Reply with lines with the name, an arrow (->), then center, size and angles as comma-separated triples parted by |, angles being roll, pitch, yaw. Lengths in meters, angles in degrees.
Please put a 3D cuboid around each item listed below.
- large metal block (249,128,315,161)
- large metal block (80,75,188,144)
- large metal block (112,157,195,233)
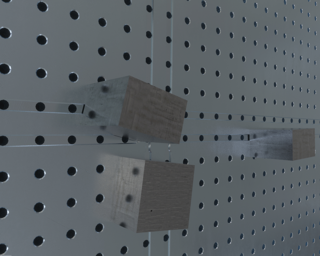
large metal block -> 0.219, 0.026, 0.555 | 0.081, 0.080, 0.050 | -2, 92, -40
large metal block -> -0.030, -0.017, 0.348 | 0.080, 0.080, 0.050 | 18, 79, -39
large metal block -> -0.007, 0.081, 0.387 | 0.081, 0.050, 0.080 | 11, 83, -39
